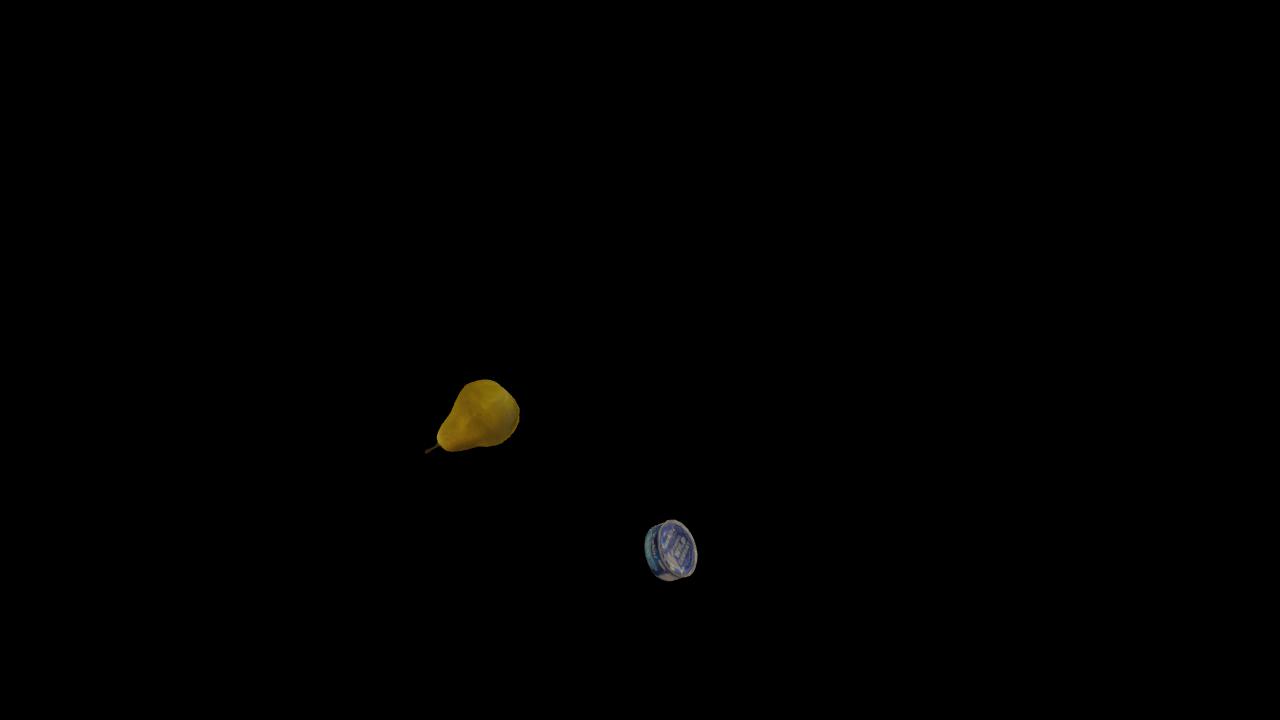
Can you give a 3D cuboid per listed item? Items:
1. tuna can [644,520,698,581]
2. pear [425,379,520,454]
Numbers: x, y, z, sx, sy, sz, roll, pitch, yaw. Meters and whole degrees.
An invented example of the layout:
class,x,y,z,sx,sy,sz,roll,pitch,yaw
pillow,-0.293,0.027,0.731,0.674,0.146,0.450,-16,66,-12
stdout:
class,x,y,z,sx,sy,sz,roll,pitch,yaw
tuna can,0.045,0.281,0.909,0.034,0.084,0.084,-31,-19,35
pear,-0.194,0.074,0.701,0.111,0.080,0.080,-42,17,-21
